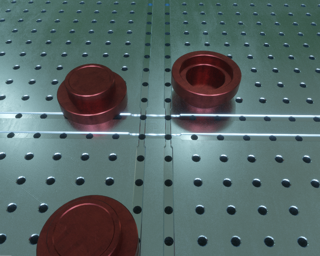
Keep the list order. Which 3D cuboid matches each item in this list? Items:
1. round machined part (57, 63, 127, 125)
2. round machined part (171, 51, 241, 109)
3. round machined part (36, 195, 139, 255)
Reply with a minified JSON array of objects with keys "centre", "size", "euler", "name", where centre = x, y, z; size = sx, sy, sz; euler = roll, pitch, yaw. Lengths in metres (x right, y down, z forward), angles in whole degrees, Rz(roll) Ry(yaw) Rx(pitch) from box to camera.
[{"centre":[-0.097,-0.055,0.441],"size":[0.099,0.042,0.098],"euler":[0,50,0],"name":"round machined part"},{"centre":[0.066,-0.067,0.454],"size":[0.099,0.042,0.098],"euler":[0,50,0],"name":"round machined part"},{"centre":[-0.071,0.109,0.304],"size":[0.099,0.042,0.098],"euler":[0,50,0],"name":"round machined part"}]
